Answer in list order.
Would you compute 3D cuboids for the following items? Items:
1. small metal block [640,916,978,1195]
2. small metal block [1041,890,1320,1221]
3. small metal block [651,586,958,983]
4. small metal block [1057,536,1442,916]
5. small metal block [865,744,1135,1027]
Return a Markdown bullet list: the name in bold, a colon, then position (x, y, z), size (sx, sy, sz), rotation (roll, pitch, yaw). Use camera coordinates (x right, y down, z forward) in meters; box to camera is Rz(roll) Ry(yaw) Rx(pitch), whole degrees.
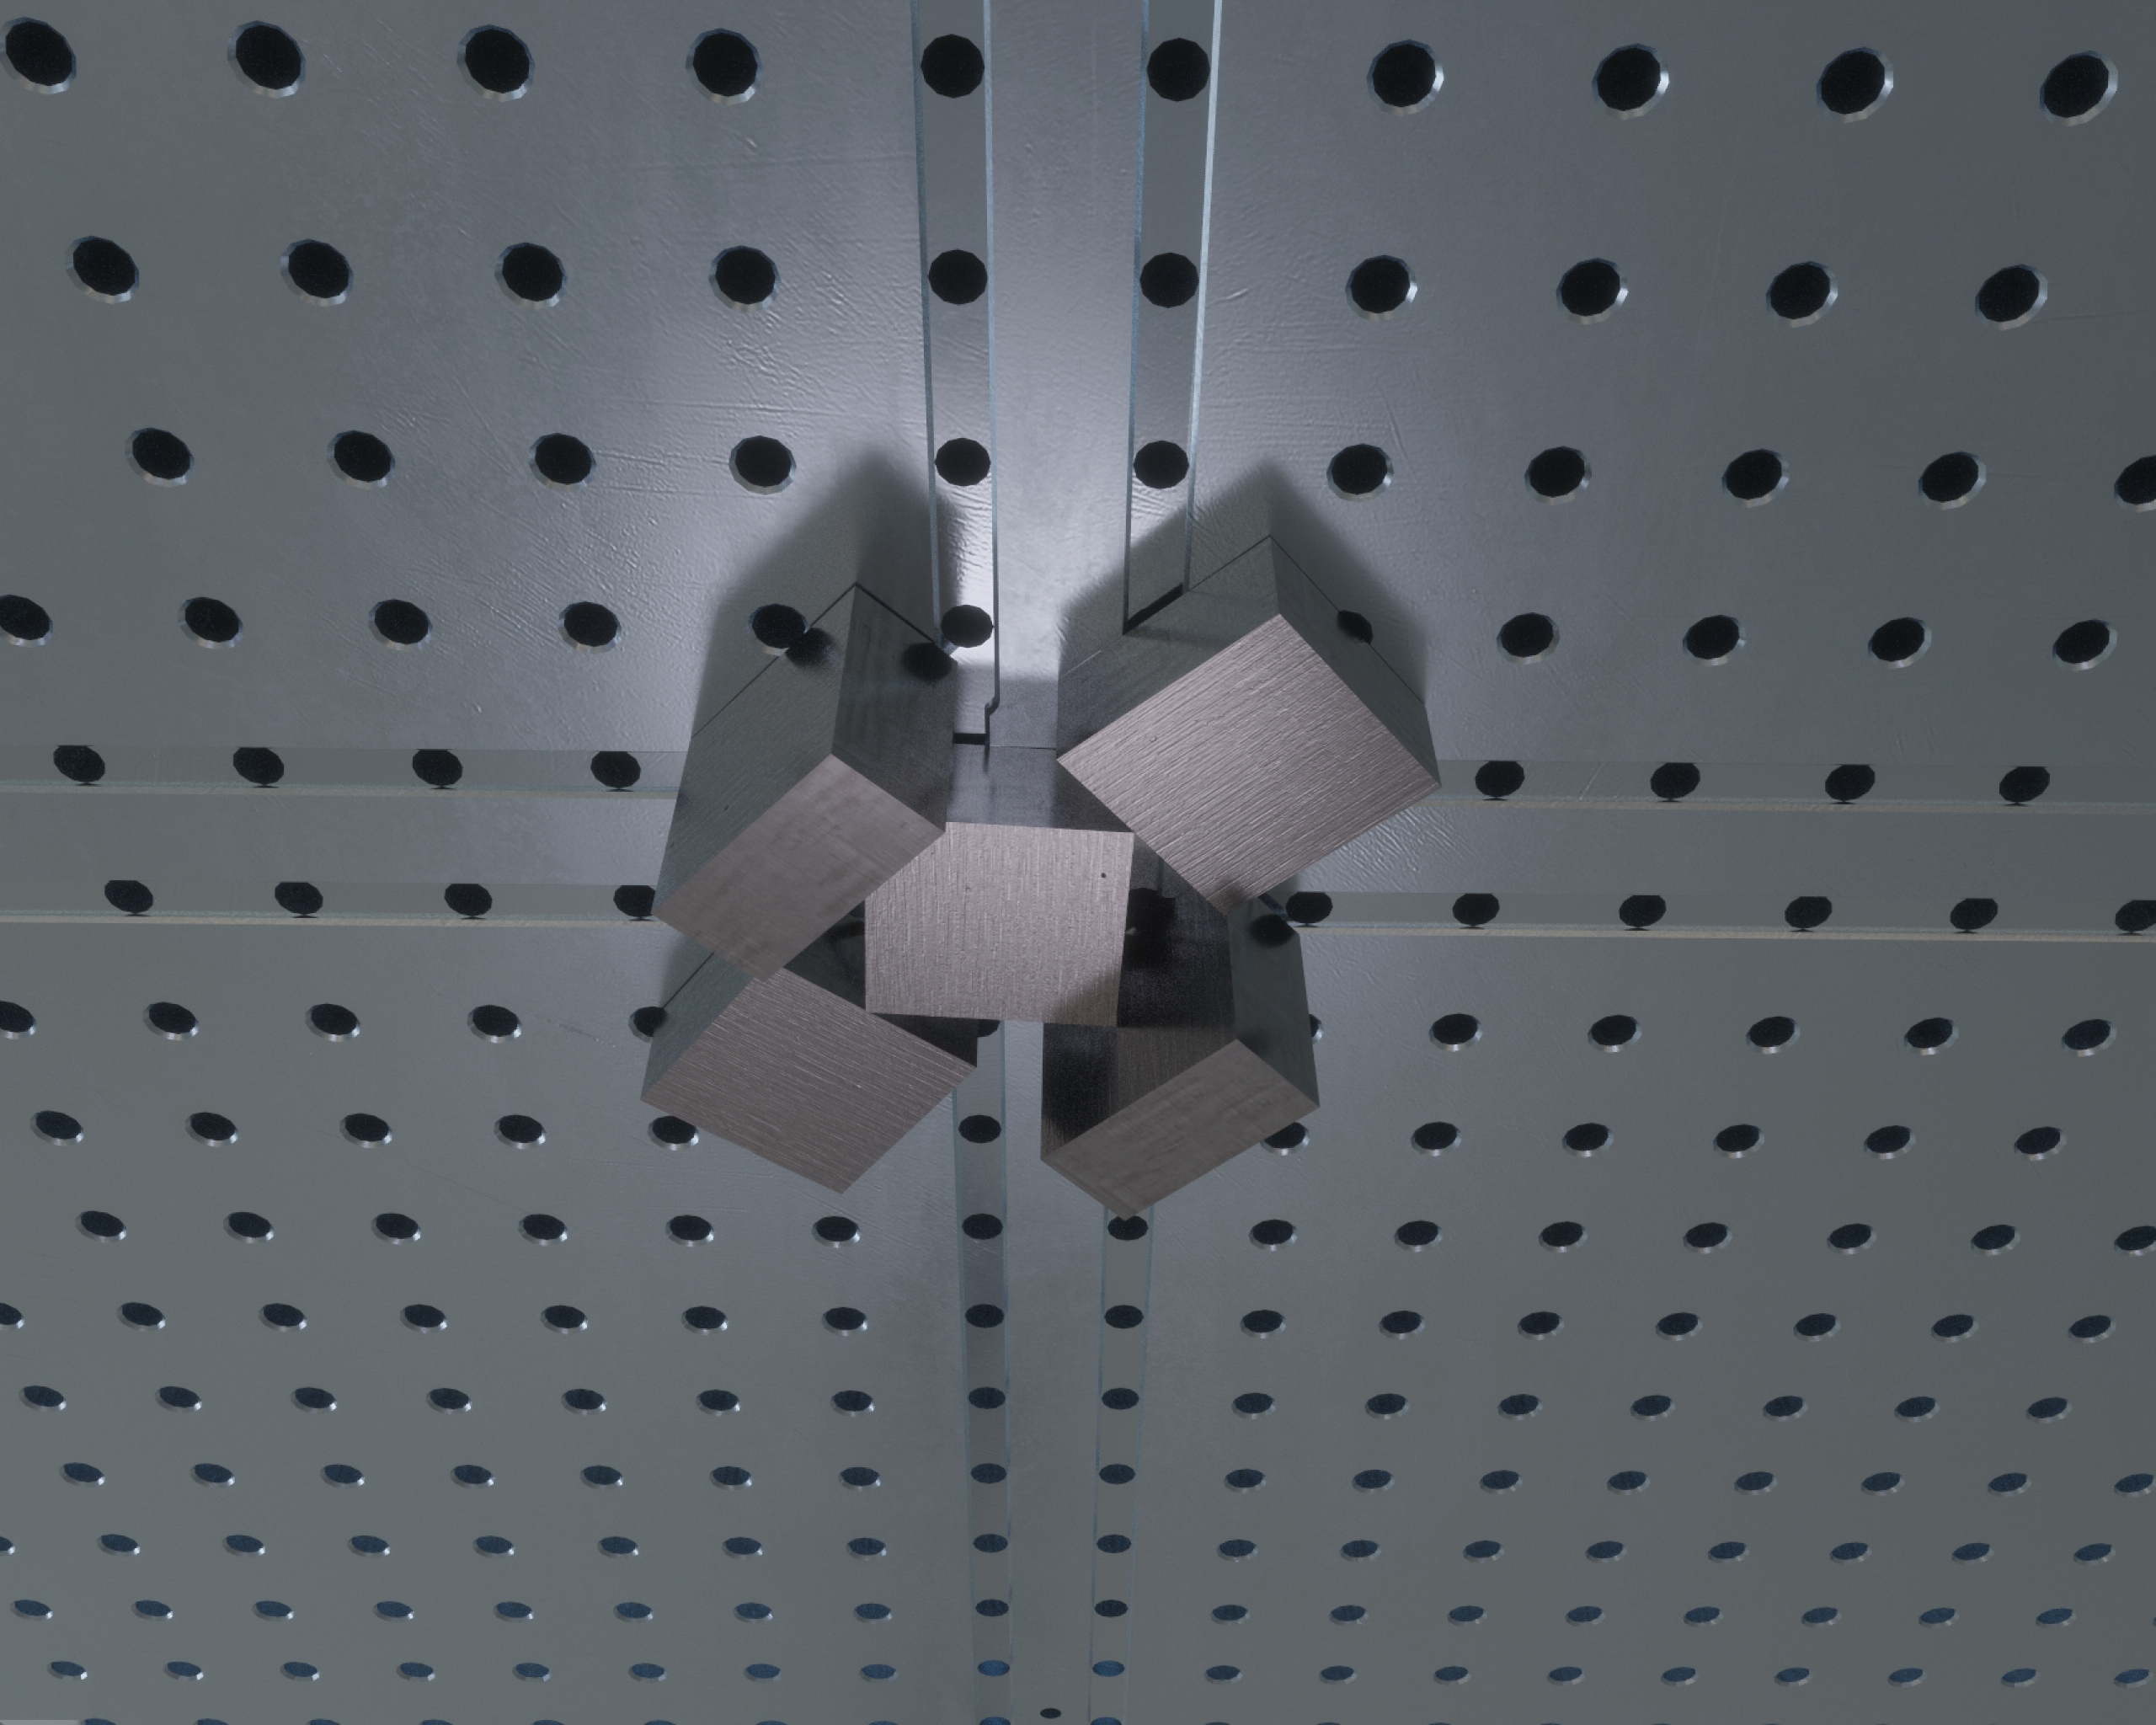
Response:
- **small metal block**: position (-0.056, 0.038, 0.443), size (0.050, 0.025, 0.050), rotation (30, 123, -24)
- **small metal block**: position (0.020, 0.037, 0.426), size (0.050, 0.050, 0.025), rotation (-35, 122, 25)
- **small metal block**: position (-0.049, -0.014, 0.382), size (0.025, 0.050, 0.050), rotation (36, 122, -27)
- **small metal block**: position (0.032, -0.024, 0.391), size (0.050, 0.025, 0.050), rotation (-32, 123, 25)
- **small metal block**: position (-0.016, 0.004, 0.414), size (0.050, 0.025, 0.050), rotation (3, 129, -2)
